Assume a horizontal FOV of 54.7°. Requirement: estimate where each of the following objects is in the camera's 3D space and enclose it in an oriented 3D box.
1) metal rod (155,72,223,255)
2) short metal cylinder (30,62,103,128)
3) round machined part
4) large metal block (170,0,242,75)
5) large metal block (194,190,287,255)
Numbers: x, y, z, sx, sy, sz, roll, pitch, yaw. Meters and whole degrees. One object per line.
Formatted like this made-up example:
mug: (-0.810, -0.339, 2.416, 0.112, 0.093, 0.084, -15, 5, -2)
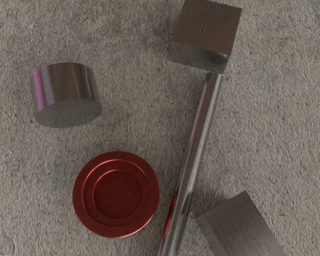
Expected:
metal rod: (0.034, 0.063, 0.385, 0.025, 0.025, 0.299, 16, 71, 5)
short metal cylinder: (-0.118, -0.039, 0.392, 0.081, 0.080, 0.050, -15, 71, -6)
round machined part: (-0.049, 0.080, 0.369, 0.099, 0.042, 0.098, 0, 70, -1)
large metal block: (0.065, -0.133, 0.444, 0.080, 0.050, 0.080, 16, 71, 5)
large metal block: (0.084, 0.120, 0.336, 0.050, 0.080, 0.080, -27, 73, -10)
